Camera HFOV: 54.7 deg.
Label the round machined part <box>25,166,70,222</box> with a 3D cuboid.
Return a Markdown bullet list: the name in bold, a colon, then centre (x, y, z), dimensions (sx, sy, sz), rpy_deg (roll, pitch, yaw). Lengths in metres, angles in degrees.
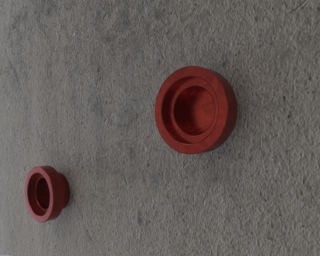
- **round machined part**: centre (-0.200, 0.116, 0.560), dimensions (0.098, 0.042, 0.097), rpy_deg (0, 90, 40)

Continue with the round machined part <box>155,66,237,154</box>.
- **round machined part**: centre (0.044, -0.020, 0.357), dimensions (0.098, 0.042, 0.097), rpy_deg (0, 90, 40)
